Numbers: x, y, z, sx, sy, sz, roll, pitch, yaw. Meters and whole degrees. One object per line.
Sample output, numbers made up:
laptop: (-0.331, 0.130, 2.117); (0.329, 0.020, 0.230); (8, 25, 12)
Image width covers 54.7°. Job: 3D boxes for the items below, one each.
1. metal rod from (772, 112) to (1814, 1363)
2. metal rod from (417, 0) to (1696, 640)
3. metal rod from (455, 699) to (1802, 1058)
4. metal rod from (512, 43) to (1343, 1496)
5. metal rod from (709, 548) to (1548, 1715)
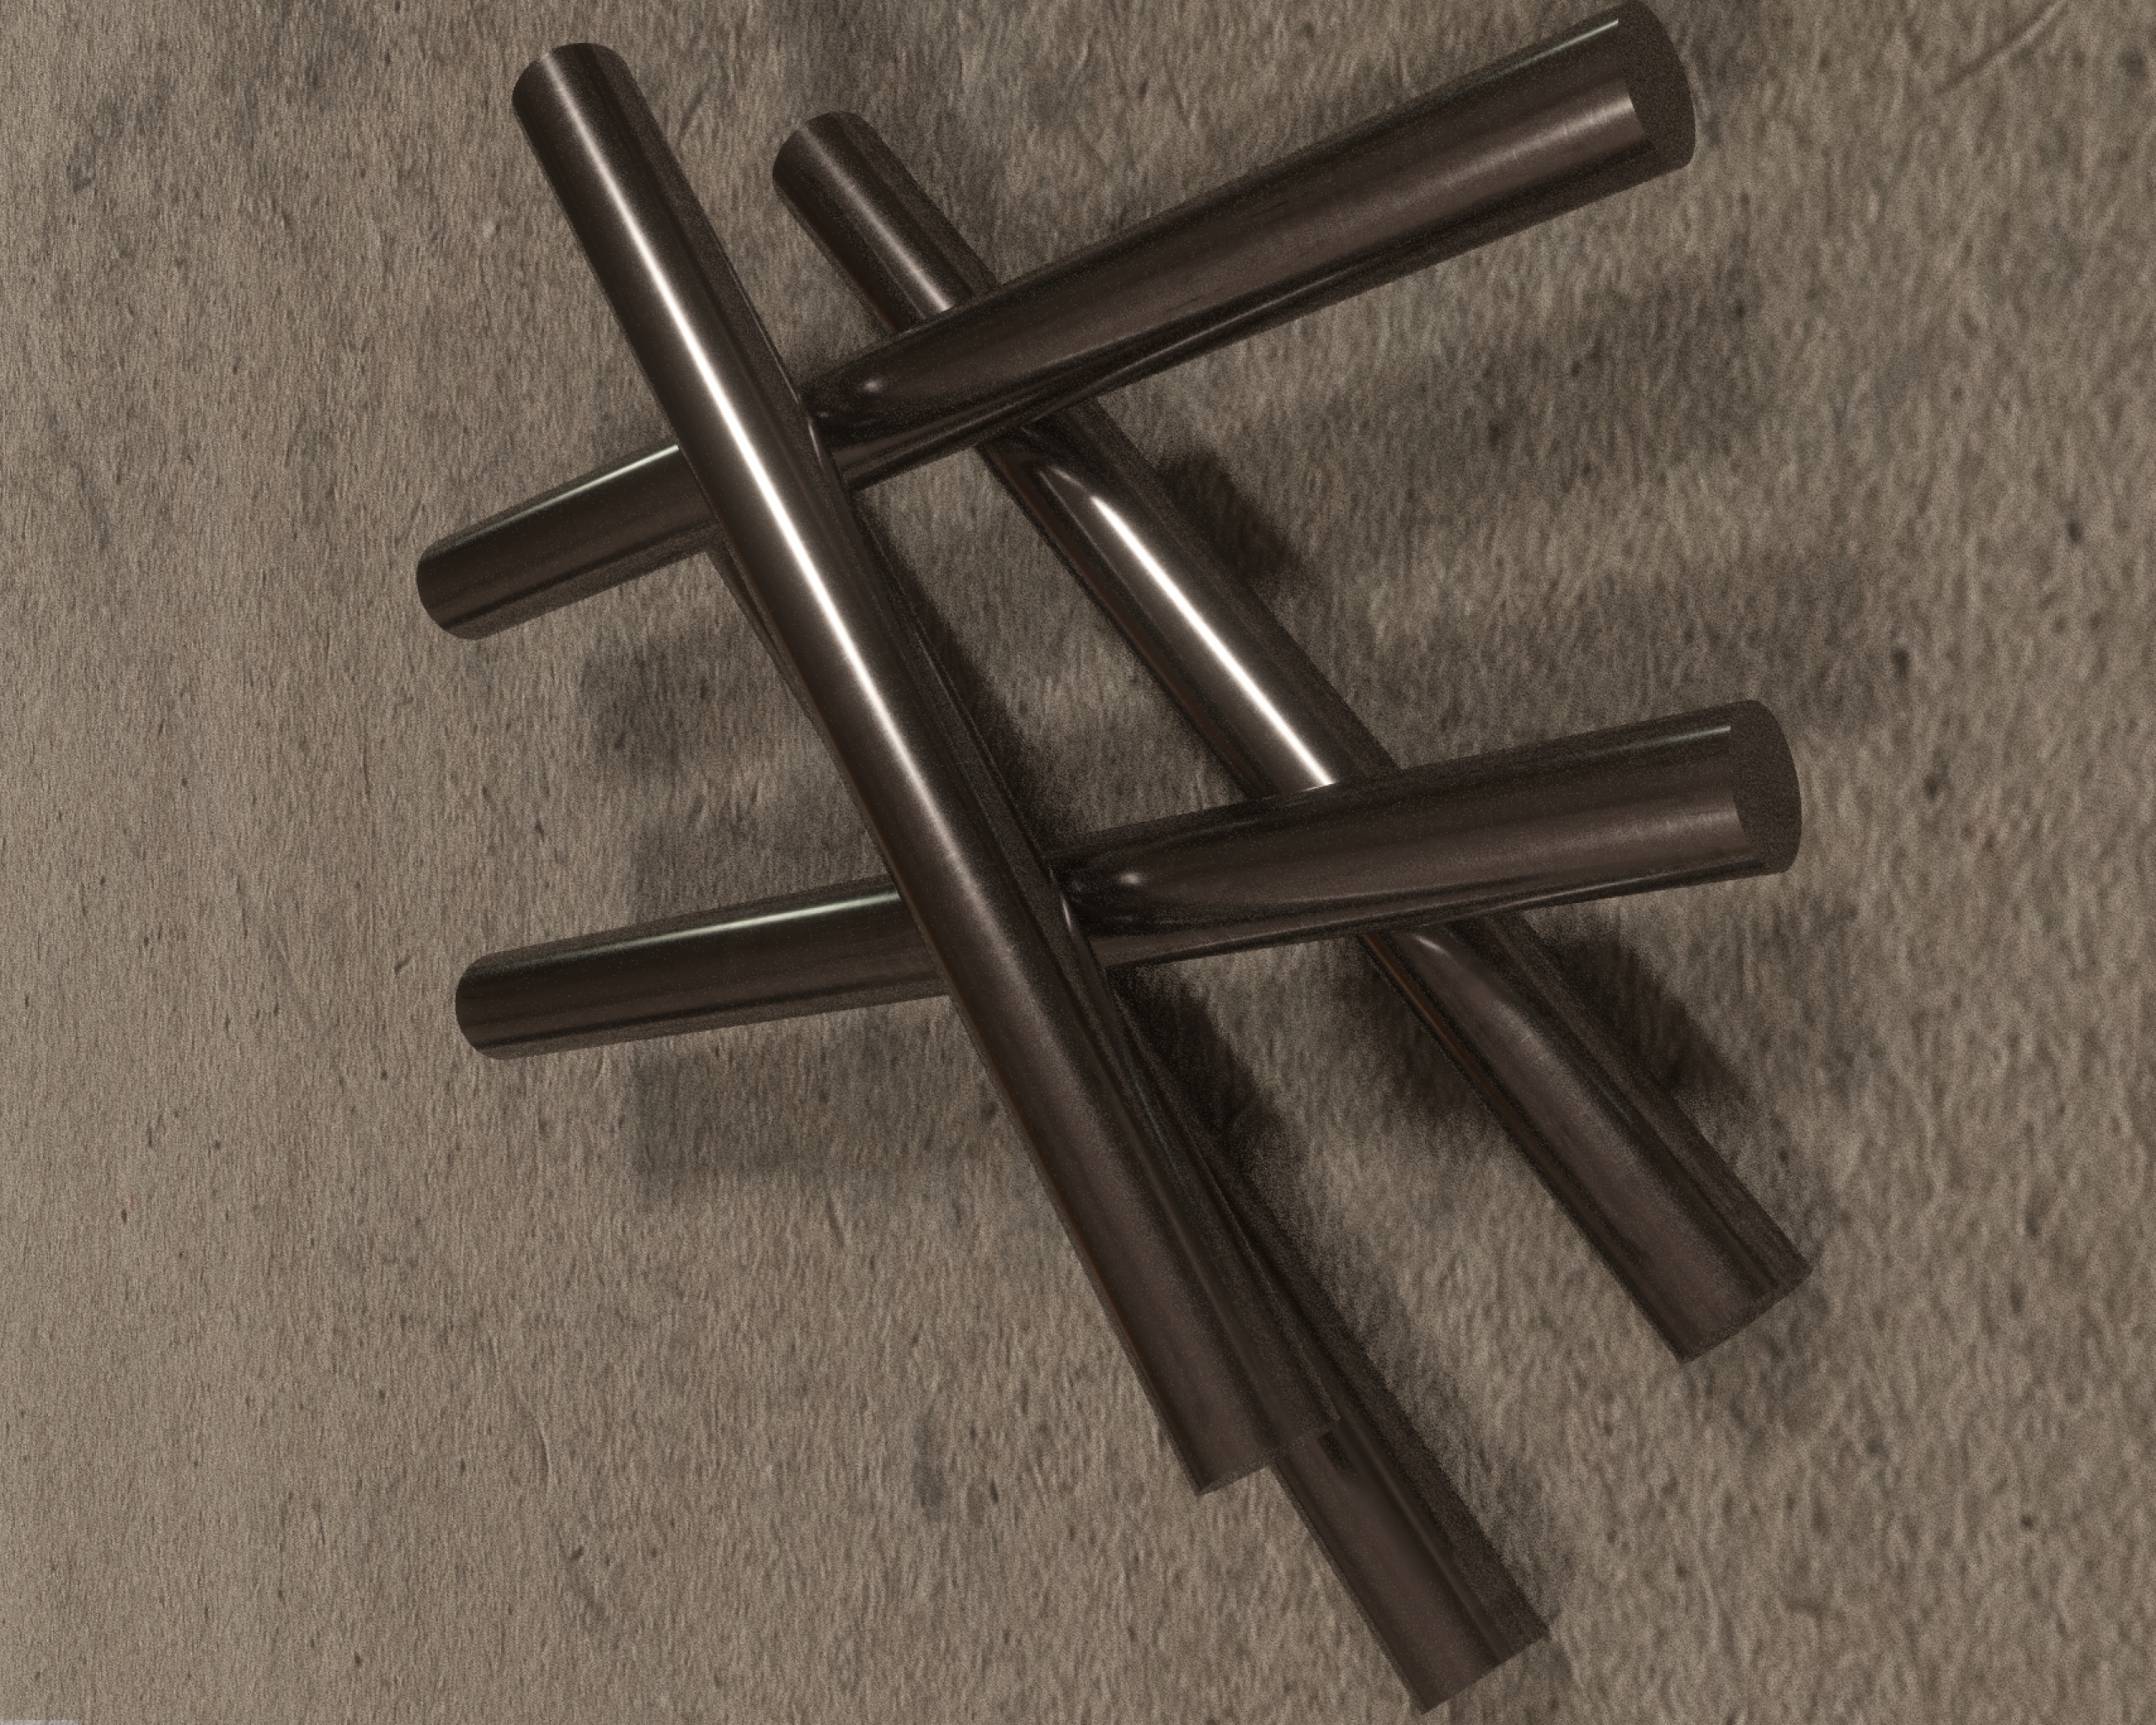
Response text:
metal rod: (0.024, -0.040, 0.384); (0.025, 0.025, 0.299); (-50, 61, 28)
metal rod: (-0.030, -0.089, 0.397); (0.300, 0.025, 0.025); (-12, 83, 39)
metal rod: (-0.018, 0.011, 0.387); (0.300, 0.025, 0.025); (-11, 83, 39)
metal rod: (-0.037, -0.033, 0.370); (0.025, 0.025, 0.299); (-42, 65, 32)
metal rod: (-0.007, 0.022, 0.410); (0.025, 0.025, 0.299); (-48, 62, 29)
